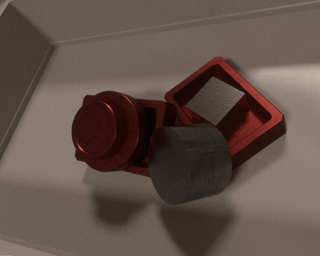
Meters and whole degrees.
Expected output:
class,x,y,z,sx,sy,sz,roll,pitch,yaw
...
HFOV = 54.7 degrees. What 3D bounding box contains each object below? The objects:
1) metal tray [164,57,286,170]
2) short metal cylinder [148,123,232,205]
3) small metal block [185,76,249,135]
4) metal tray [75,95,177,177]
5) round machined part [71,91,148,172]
class,x,y,z,sx,sy,sz,roll,pitch,yaw
metal tray,0.073,-0.020,0.375,0.090,0.030,0.130,-36,51,3
short metal cylinder,0.029,0.036,0.325,0.080,0.050,0.079,14,106,58
small metal block,0.068,-0.027,0.369,0.050,0.025,0.050,-47,52,-6
metal tray,-0.047,0.007,0.399,0.130,0.030,0.089,8,89,31
round machined part,-0.066,0.003,0.369,0.098,0.042,0.097,-3,83,30
